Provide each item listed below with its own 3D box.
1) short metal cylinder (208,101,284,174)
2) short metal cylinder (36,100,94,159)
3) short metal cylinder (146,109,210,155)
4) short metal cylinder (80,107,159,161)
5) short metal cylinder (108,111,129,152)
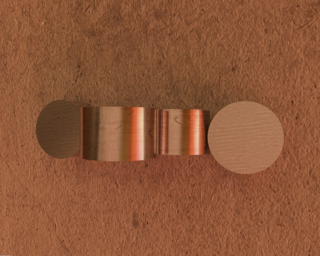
[{"bbox_3d":[0.100,0.010,0.361,0.080,0.050,0.080,0,91,19],"label":"short metal cylinder"},{"bbox_3d":[-0.126,0.002,0.441,0.080,0.050,0.080,0,90,19],"label":"short metal cylinder"},{"bbox_3d":[0.020,0.005,0.374,0.080,0.080,0.050,0,90,20],"label":"short metal cylinder"},{"bbox_3d":[-0.042,0.004,0.322,0.080,0.080,0.050,1,92,20],"label":"short metal cylinder"},{"bbox_3d":[-0.056,0.003,0.401,0.080,0.080,0.050,0,90,20],"label":"short metal cylinder"}]
